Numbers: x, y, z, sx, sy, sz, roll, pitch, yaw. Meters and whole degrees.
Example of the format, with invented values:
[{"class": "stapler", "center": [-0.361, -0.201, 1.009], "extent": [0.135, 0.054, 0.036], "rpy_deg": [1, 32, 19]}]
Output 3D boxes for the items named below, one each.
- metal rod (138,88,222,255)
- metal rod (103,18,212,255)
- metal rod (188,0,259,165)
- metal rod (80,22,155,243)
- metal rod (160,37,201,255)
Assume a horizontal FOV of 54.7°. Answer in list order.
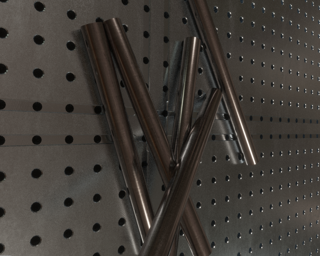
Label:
[{"class": "metal rod", "center": [0.038, 0.034, 0.372], "extent": [0.025, 0.025, 0.301], "rpy_deg": [59, 35, -24]}, {"class": "metal rod", "center": [-0.003, 0.015, 0.371], "extent": [0.025, 0.025, 0.299], "rpy_deg": [-24, 94, -38]}, {"class": "metal rod", "center": [0.107, -0.070, 0.501], "extent": [0.025, 0.025, 0.299], "rpy_deg": [-37, 113, -34]}, {"class": "metal rod", "center": [-0.041, 0.026, 0.376], "extent": [0.025, 0.025, 0.298], "rpy_deg": [-24, 105, -38]}, {"class": "metal rod", "center": [0.028, 0.018, 0.417], "extent": [0.025, 0.025, 0.299], "rpy_deg": [18, 73, -39]}]
